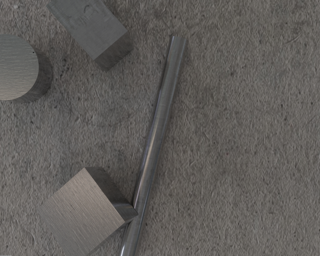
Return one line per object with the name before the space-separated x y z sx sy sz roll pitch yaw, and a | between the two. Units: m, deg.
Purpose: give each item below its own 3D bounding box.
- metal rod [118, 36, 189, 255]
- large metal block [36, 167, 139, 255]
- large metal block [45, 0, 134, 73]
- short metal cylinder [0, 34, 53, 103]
metal rod | -0.009 0.028 0.409 0.025 0.025 0.298 13 90 0
large metal block | -0.088 0.105 0.384 0.080 0.050 0.080 -41 76 6
large metal block | -0.081 -0.121 0.382 0.050 0.080 0.080 -41 90 0
short metal cylinder | -0.186 -0.073 0.396 0.081 0.050 0.080 0 90 0
